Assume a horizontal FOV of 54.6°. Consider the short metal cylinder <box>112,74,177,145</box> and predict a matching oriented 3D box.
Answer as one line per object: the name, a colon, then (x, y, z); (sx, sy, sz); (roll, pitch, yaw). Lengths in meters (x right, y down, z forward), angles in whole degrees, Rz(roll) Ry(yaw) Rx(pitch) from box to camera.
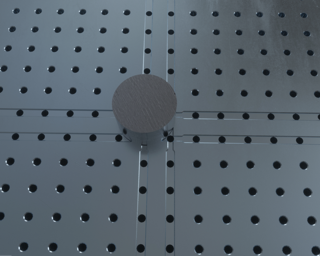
short metal cylinder: (-0.019, -0.023, 0.407); (0.080, 0.050, 0.080); (0, 70, 0)
